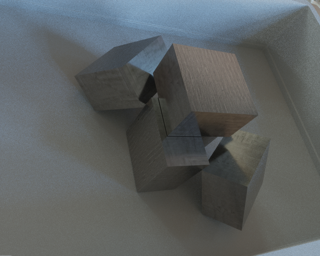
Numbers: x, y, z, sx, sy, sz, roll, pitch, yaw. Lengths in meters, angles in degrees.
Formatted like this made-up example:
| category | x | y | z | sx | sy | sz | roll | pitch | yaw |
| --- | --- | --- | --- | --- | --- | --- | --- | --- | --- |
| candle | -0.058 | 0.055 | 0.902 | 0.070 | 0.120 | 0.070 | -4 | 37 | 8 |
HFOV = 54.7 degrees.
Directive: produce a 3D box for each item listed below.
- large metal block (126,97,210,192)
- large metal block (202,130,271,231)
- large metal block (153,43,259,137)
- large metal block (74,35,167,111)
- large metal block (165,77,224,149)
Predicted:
| category | x | y | z | sx | sy | sz | roll | pitch | yaw |
| --- | --- | --- | --- | --- | --- | --- | --- | --- | --- |
| large metal block | 0.004 | 0.021 | 0.358 | 0.050 | 0.080 | 0.080 | 1 | 61 | -28 |
| large metal block | 0.090 | 0.059 | 0.371 | 0.050 | 0.080 | 0.080 | 18 | 45 | 26 |
| large metal block | 0.046 | -0.038 | 0.332 | 0.081 | 0.050 | 0.080 | 2 | 61 | -27 |
| large metal block | -0.040 | -0.066 | 0.377 | 0.080 | 0.080 | 0.050 | -51 | 127 | -39 |
| large metal block | 0.041 | -0.022 | 0.402 | 0.050 | 0.080 | 0.080 | 1 | 61 | -28 |
